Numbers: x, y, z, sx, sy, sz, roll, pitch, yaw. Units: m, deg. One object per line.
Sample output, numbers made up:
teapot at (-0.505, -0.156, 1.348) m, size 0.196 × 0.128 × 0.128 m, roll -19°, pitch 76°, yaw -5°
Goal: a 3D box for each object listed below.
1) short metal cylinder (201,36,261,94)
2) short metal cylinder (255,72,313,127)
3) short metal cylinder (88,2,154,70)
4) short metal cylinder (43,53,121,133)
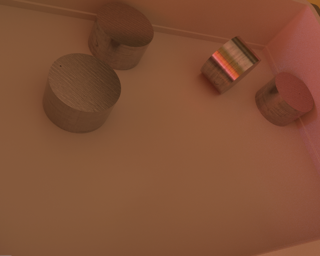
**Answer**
short metal cylinder at (0.111, -0.098, 0.490) m, size 0.081 × 0.080 × 0.050 m, roll -34°, pitch 81°, yaw -38°
short metal cylinder at (0.213, -0.049, 0.534) m, size 0.081 × 0.050 × 0.080 m, roll 14°, pitch 56°, yaw -21°
short metal cylinder at (-0.056, -0.129, 0.438) m, size 0.081 × 0.050 × 0.080 m, roll 14°, pitch 56°, yaw -21°
short metal cylinder at (-0.092, -0.040, 0.364) m, size 0.081 × 0.050 × 0.080 m, roll 14°, pitch 56°, yaw -21°
